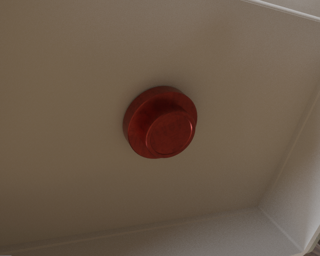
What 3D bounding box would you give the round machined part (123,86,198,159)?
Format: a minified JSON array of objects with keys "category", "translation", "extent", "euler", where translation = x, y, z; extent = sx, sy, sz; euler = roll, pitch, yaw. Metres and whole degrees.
[{"category":"round machined part","translation":[0.006,-0.001,0.396],"extent":[0.099,0.042,0.097],"euler":[-14,124,-21]}]
